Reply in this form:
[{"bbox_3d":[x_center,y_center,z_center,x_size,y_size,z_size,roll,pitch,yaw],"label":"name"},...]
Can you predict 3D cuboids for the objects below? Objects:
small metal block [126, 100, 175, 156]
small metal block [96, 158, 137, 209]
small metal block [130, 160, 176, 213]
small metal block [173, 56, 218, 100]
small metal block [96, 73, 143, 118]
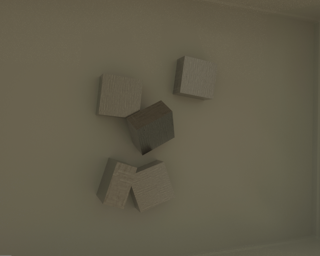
[{"bbox_3d":[-0.011,0.000,0.393,0.050,0.025,0.050,-29,142,-18],"label":"small metal block"},{"bbox_3d":[-0.054,0.066,0.378,0.025,0.050,0.050,20,83,-19],"label":"small metal block"},{"bbox_3d":[-0.014,0.075,0.407,0.050,0.025,0.050,-20,97,-19],"label":"small metal block"},{"bbox_3d":[0.049,-0.068,0.430,0.050,0.025,0.050,9,87,-20],"label":"small metal block"},{"bbox_3d":[-0.052,-0.039,0.392,0.050,0.025,0.050,7,88,-20],"label":"small metal block"}]
